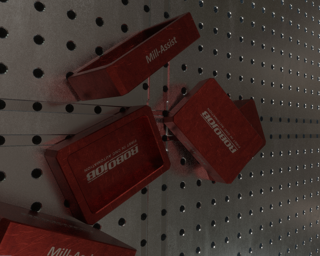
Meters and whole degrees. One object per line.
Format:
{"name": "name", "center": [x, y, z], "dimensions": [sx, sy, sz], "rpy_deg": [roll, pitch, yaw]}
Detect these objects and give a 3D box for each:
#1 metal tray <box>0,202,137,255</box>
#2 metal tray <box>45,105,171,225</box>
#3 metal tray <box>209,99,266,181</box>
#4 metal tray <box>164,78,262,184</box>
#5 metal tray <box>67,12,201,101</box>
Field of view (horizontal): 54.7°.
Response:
{"name": "metal tray", "center": [-0.098, 0.103, 0.286], "dimensions": [0.131, 0.090, 0.030], "rpy_deg": [31, 71, -36]}
{"name": "metal tray", "center": [-0.053, 0.038, 0.362], "dimensions": [0.131, 0.030, 0.090], "rpy_deg": [-31, 110, -36]}
{"name": "metal tray", "center": [0.120, 0.018, 0.510], "dimensions": [0.131, 0.030, 0.090], "rpy_deg": [-34, 111, -35]}
{"name": "metal tray", "center": [0.079, 0.005, 0.446], "dimensions": [0.090, 0.030, 0.130], "rpy_deg": [-47, 105, -19]}
{"name": "metal tray", "center": [-0.027, -0.079, 0.345], "dimensions": [0.131, 0.090, 0.030], "rpy_deg": [-43, 117, -32]}
